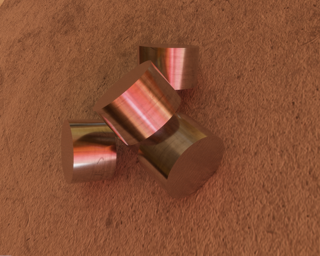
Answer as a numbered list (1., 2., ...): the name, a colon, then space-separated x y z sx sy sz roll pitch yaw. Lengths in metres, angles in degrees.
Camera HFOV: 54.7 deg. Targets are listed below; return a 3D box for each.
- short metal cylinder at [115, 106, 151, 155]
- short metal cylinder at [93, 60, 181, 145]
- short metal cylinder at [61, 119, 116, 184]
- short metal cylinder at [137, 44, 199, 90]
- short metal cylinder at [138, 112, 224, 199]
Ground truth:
1. short metal cylinder: -0.018 -0.007 0.403 0.080 0.050 0.080 -13 56 20
2. short metal cylinder: -0.025 -0.027 0.333 0.080 0.050 0.080 -35 21 16
3. short metal cylinder: -0.093 0.029 0.394 0.080 0.050 0.079 7 97 62
4. short metal cylinder: 0.010 -0.083 0.408 0.080 0.081 0.050 15 113 34
5. short metal cylinder: 0.023 0.030 0.339 0.080 0.080 0.050 -47 51 -4
